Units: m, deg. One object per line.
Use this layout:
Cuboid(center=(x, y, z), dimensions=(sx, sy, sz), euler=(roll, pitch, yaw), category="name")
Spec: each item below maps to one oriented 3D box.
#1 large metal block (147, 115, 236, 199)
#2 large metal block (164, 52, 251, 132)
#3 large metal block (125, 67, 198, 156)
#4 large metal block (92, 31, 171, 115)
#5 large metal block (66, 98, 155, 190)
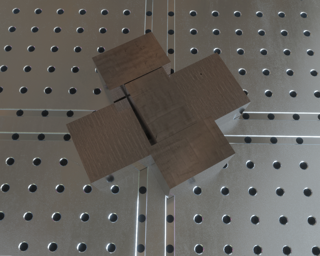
Cuboid(center=(0.033, 0.038, 0.369), dimensions=(0.080, 0.080, 0.050), euler=(-27, 72, -10), category="large metal block")
Cuboid(center=(0.058, -0.041, 0.413), dimensions=(0.080, 0.050, 0.080), euler=(-27, 74, -9), category="large metal block")
Cuboid(center=(0.001, -0.015, 0.388), dimensions=(0.050, 0.080, 0.080), euler=(-27, 72, -9), category="large metal block")
Cuboid(center=(-0.034, -0.067, 0.406), dimensions=(0.080, 0.080, 0.050), euler=(-27, 72, -9), category="large metal block")
Cuboid(center=(-0.060, 0.021, 0.392), dimensions=(0.080, 0.050, 0.080), euler=(-25, 72, -9), category="large metal block")
